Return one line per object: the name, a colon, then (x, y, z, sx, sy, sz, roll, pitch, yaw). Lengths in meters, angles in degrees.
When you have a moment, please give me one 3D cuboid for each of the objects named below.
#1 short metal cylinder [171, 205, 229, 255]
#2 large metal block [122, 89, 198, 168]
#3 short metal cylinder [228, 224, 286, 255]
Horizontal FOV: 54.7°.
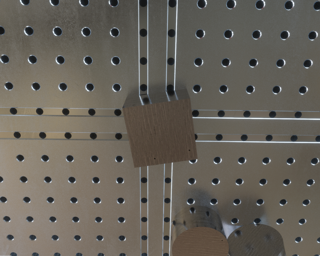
short metal cylinder: (0.057, 0.164, 0.461, 0.081, 0.050, 0.079, 0, 110, 0)
large metal block: (0.001, -0.001, 0.400, 0.080, 0.050, 0.079, -8, 110, 3)
short metal cylinder: (0.143, 0.187, 0.454, 0.080, 0.080, 0.050, -16, 110, 6)
